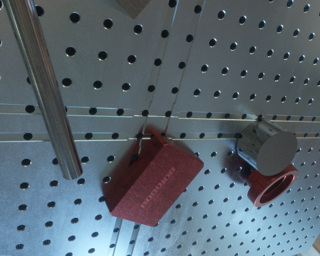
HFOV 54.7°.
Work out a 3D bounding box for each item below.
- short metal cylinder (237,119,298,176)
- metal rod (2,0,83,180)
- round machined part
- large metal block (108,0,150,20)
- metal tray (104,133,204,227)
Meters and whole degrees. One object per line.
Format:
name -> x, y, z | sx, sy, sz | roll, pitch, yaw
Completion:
short metal cylinder -> 0.175, 0.031, 0.508 | 0.081, 0.050, 0.079 | -10, 118, -21
metal rod -> -0.121, -0.067, 0.304 | 0.025, 0.025, 0.298 | -18, 126, -18
round machined part -> 0.197, 0.095, 0.560 | 0.099, 0.042, 0.097 | -22, 141, -19
large metal block -> -0.033, -0.161, 0.278 | 0.080, 0.050, 0.080 | -48, 129, 5
metal tray -> -0.007, 0.080, 0.455 | 0.090, 0.030, 0.130 | 31, 101, -38
